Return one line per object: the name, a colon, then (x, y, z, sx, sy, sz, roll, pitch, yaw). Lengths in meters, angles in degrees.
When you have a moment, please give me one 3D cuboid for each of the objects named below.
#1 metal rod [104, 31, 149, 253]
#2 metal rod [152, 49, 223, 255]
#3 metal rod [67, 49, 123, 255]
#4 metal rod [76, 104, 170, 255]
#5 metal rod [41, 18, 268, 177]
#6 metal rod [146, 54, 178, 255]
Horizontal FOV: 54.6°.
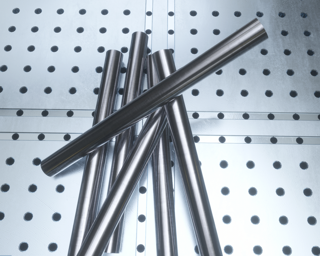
metal rod: (-0.044, 0.004, 0.410, 0.025, 0.025, 0.299, 5, 70, 2)
metal rod: (0.036, 0.053, 0.360, 0.025, 0.025, 0.299, -13, 83, -5)
metal rod: (-0.081, 0.033, 0.399, 0.025, 0.025, 0.299, 6, 70, 2)
metal rod: (-0.038, 0.061, 0.361, 0.025, 0.025, 0.300, 24, 71, 8)
metal rod: (-0.019, -0.025, 0.355, 0.300, 0.025, 0.025, -32, 72, 15)
metal rod: (0.001, 0.040, 0.397, 0.025, 0.025, 0.299, -3, 70, -1)
